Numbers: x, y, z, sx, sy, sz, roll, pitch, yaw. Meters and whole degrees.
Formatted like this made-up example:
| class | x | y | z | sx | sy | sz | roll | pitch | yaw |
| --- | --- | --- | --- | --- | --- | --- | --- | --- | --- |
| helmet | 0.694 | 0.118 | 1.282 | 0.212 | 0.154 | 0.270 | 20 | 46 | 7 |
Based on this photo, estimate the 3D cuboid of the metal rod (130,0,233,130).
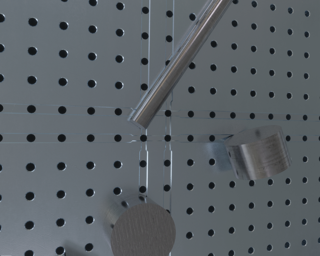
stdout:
| class | x | y | z | sx | sy | sz | roll | pitch | yaw |
| --- | --- | --- | --- | --- | --- | --- | --- | --- | --- |
| metal rod | 0.052 | -0.127 | 0.431 | 0.025 | 0.025 | 0.300 | 37 | 78 | -17 |

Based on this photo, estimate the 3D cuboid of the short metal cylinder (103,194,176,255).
| class | x | y | z | sx | sy | sz | roll | pitch | yaw |
| --- | --- | --- | --- | --- | --- | --- | --- | --- | --- |
| short metal cylinder | -0.027 | 0.129 | 0.390 | 0.081 | 0.050 | 0.079 | 0 | 90 | -20 |

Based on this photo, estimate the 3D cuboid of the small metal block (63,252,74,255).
| class | x | y | z | sx | sy | sz | roll | pitch | yaw |
| --- | --- | --- | --- | --- | --- | --- | --- | --- | --- |
| small metal block | -0.106 | 0.187 | 0.374 | 0.050 | 0.025 | 0.050 | 35 | 79 | -17 |

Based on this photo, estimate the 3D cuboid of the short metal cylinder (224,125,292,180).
| class | x | y | z | sx | sy | sz | roll | pitch | yaw |
| --- | --- | --- | --- | --- | --- | --- | --- | --- | --- |
| short metal cylinder | 0.136 | 0.033 | 0.434 | 0.081 | 0.080 | 0.050 | -22 | 98 | -19 |
